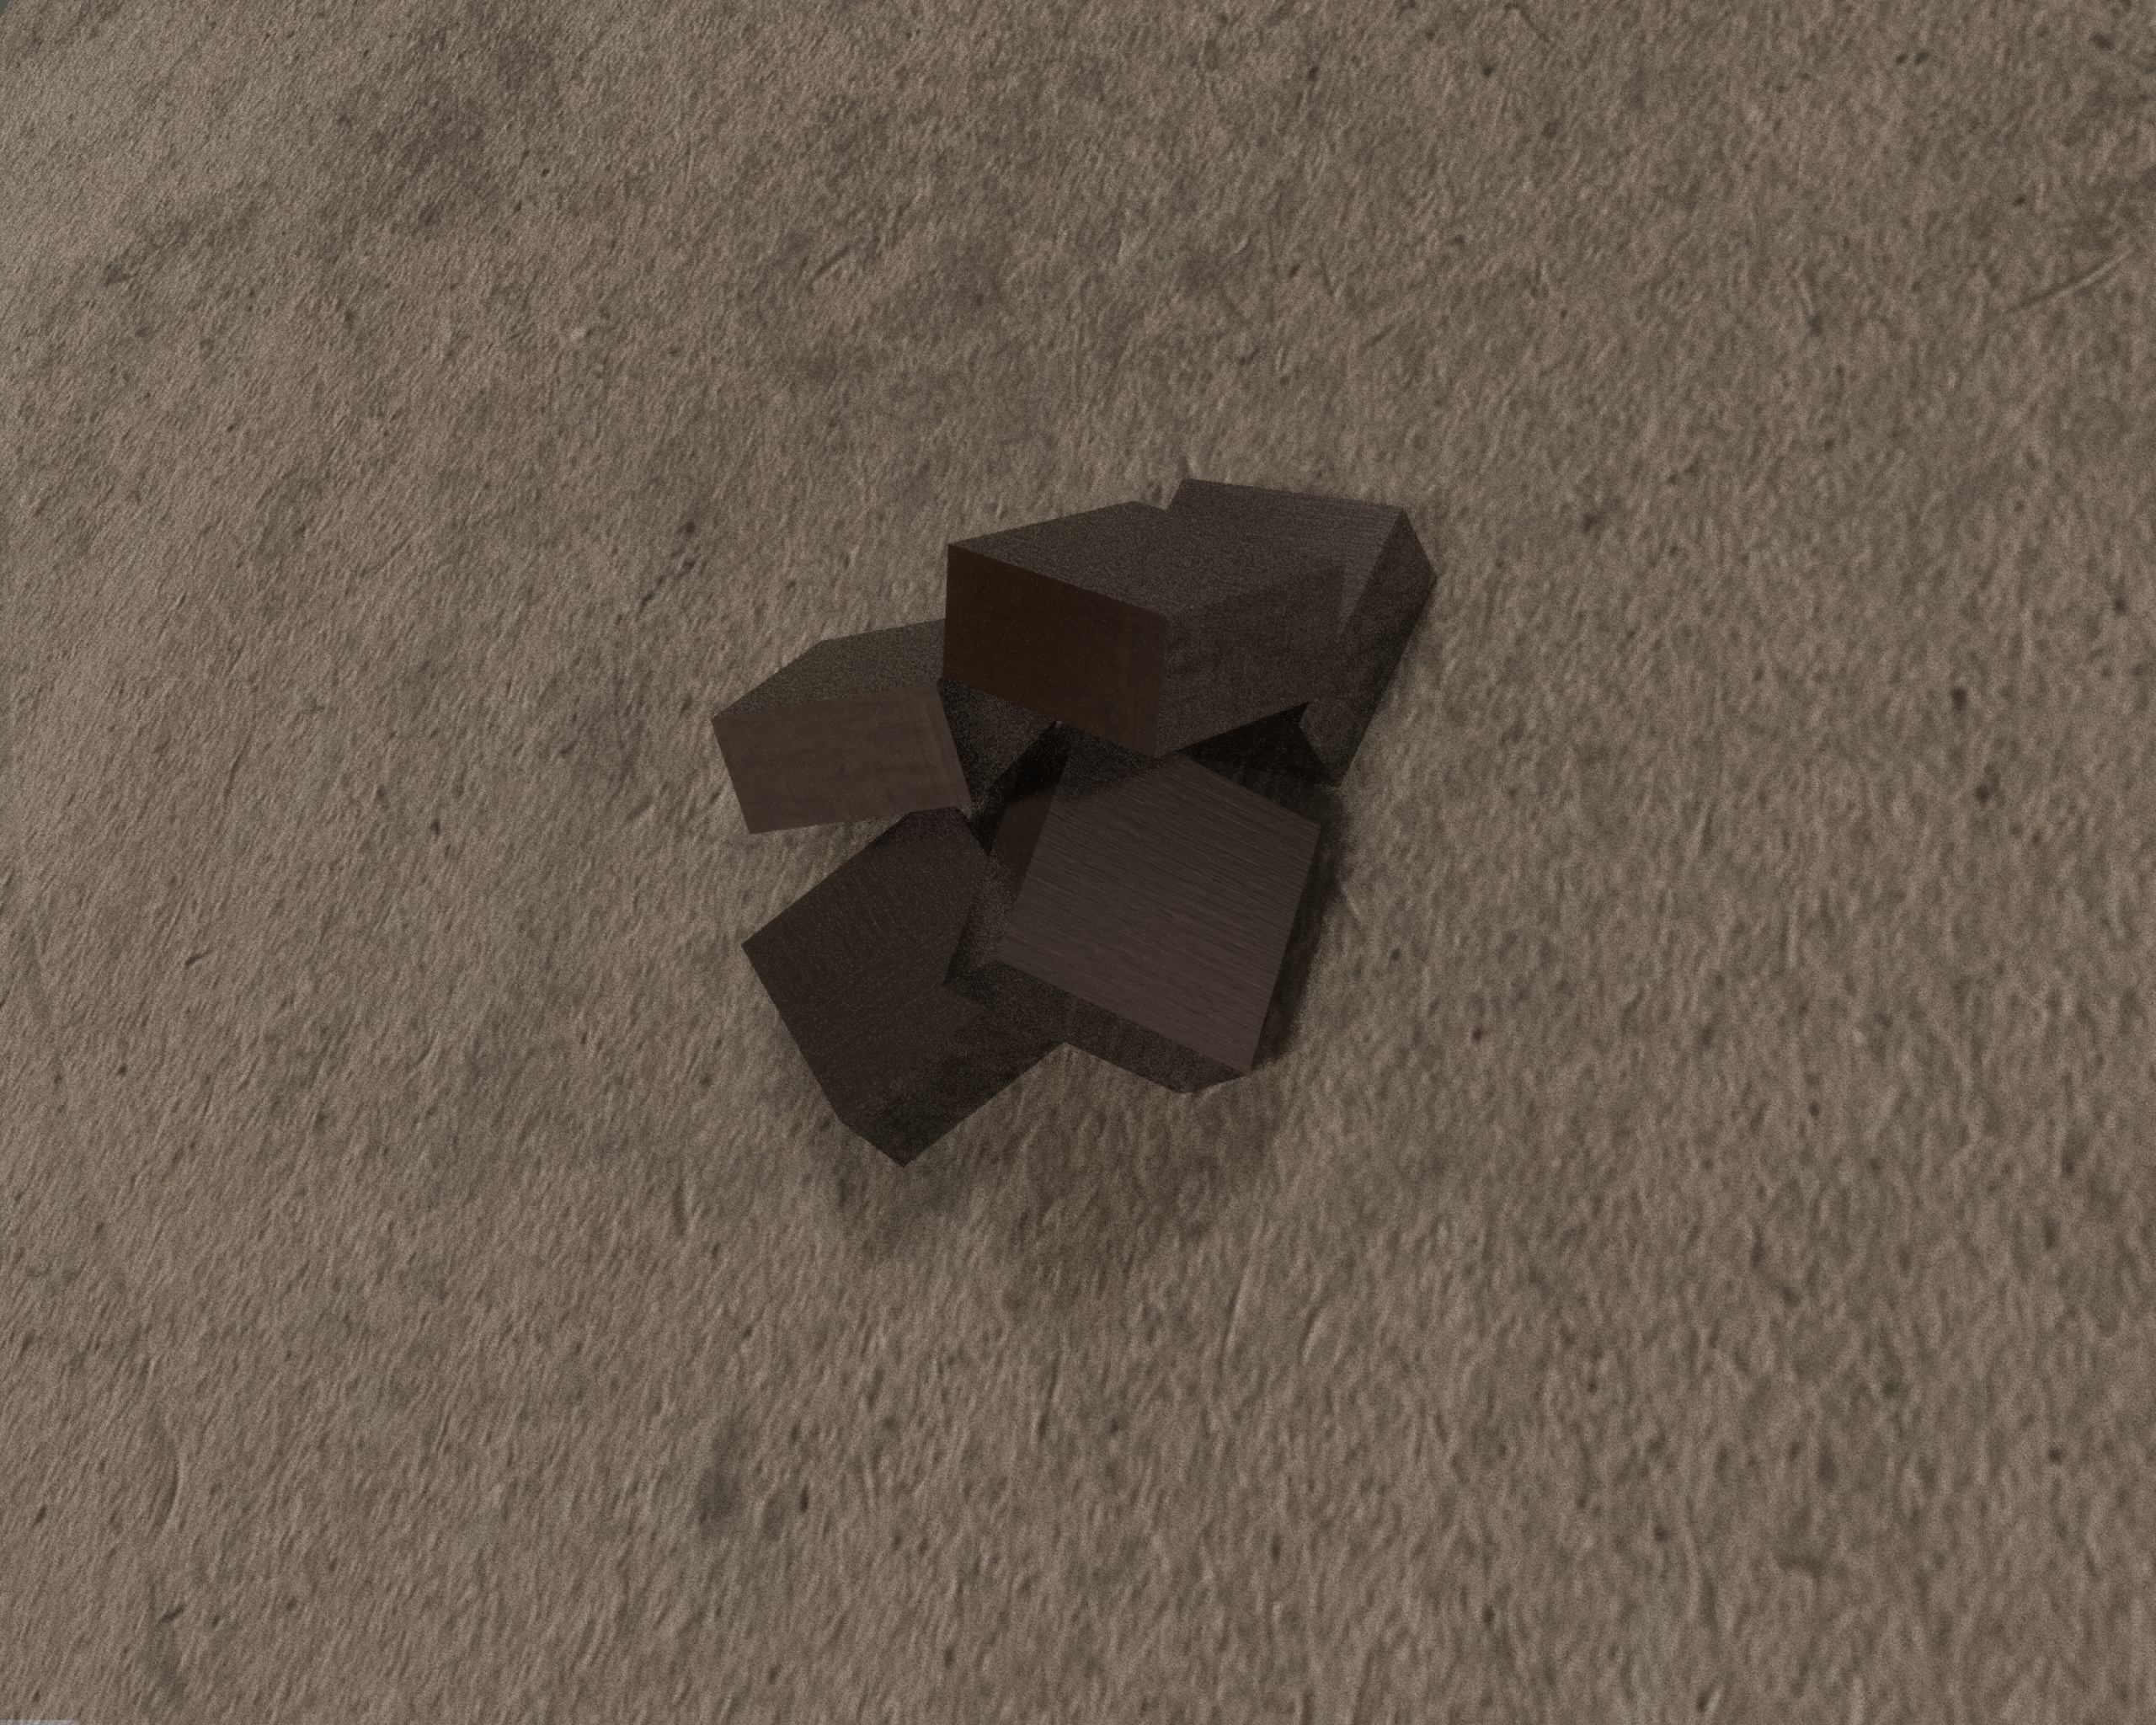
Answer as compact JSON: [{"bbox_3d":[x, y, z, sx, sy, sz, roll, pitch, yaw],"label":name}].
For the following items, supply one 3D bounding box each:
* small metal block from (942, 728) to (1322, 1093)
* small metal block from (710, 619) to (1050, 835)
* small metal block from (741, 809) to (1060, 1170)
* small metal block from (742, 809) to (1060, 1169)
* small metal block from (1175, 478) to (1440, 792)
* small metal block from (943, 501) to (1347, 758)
[{"bbox_3d":[0.010,0.008,0.375,0.025,0.050,0.050,-30,38,61],"label":"small metal block"},{"bbox_3d":[-0.038,-0.030,0.426,0.050,0.025,0.050,-7,21,24],"label":"small metal block"},{"bbox_3d":[-0.030,0.022,0.406,0.050,0.025,0.050,-38,51,2],"label":"small metal block"},{"bbox_3d":[-0.030,0.022,0.406,0.050,0.025,0.050,-38,51,2],"label":"small metal block"},{"bbox_3d":[0.036,-0.046,0.414,0.050,0.025,0.050,15,69,33],"label":"small metal block"},{"bbox_3d":[0.012,-0.044,0.375,0.050,0.025,0.050,24,31,36],"label":"small metal block"}]
